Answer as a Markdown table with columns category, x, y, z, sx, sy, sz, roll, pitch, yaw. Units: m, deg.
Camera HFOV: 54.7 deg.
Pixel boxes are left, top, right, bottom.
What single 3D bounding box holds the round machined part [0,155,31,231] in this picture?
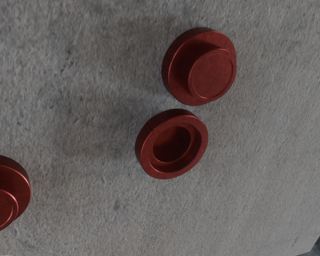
| category | x | y | z | sx | sy | sz | roll | pitch | yaw |
| --- | --- | --- | --- | --- | --- | --- | --- | --- | --- |
| round machined part | -0.194 | 0.080 | 0.340 | 0.099 | 0.042 | 0.097 | -14 | 125 | -21 |

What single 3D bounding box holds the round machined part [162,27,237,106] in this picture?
| category | x | y | z | sx | sy | sz | roll | pitch | yaw |
| --- | --- | --- | --- | --- | --- | --- | --- | --- | --- |
| round machined part | 0.055 | -0.071 | 0.384 | 0.099 | 0.042 | 0.097 | -14 | 125 | -21 |

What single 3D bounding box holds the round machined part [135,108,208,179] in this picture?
| category | x | y | z | sx | sy | sz | roll | pitch | yaw |
| --- | --- | --- | --- | --- | --- | --- | --- | --- | --- |
| round machined part | 0.012 | 0.017 | 0.415 | 0.099 | 0.042 | 0.097 | -14 | 125 | -21 |
